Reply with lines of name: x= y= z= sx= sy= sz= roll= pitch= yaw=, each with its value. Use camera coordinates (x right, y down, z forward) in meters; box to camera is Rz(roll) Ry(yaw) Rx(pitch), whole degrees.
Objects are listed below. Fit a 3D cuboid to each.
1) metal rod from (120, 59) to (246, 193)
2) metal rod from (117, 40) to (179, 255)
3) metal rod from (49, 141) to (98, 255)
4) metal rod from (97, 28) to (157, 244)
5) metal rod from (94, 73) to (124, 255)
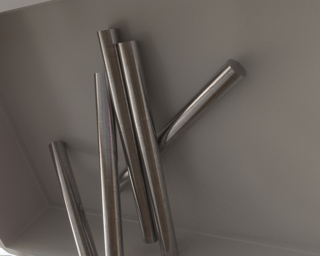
metal rod: x=0.001 y=0.021 z=0.419 sx=0.025 sy=0.025 sz=0.298 roll=42 pitch=129 yaw=-1
metal rod: x=-0.011 y=0.040 z=0.402 sx=0.025 sy=0.025 sz=0.298 roll=-2 pitch=108 yaw=28
metal rod: x=-0.117 y=0.153 z=0.460 sx=0.025 sy=0.025 sz=0.299 roll=-44 pitch=60 yaw=39
metal rod: x=-0.038 y=0.023 z=0.414 sx=0.025 sy=0.025 sz=0.298 roll=-1 pitch=110 yaw=28
metal rod: x=-0.066 y=0.078 z=0.412 sx=0.025 sy=0.025 sz=0.298 roll=-2 pitch=93 yaw=28
